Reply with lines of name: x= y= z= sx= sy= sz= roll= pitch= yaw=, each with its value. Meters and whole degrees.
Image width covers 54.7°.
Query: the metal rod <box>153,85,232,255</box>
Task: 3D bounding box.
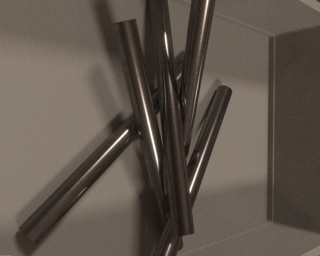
metal rod: x=0.049 y=0.055 z=0.417 sx=0.025 sy=0.025 sz=0.300 roll=47 pitch=52 yaw=-30

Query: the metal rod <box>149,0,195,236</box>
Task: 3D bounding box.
metal rod: x=0.012 y=-0.027 z=0.376 sx=0.025 sy=0.025 sz=0.298 roll=4 pitch=75 yaw=-40

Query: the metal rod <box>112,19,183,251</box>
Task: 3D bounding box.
metal rod: x=-0.009 y=0.026 z=0.373 sx=0.025 sy=0.025 sz=0.298 roll=-29 pitch=117 yaw=-37

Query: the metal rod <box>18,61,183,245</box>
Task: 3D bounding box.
metal rod: x=-0.041 y=0.007 z=0.373 sx=0.301 sy=0.025 sz=0.025 roll=-49 pitch=119 yaw=-29

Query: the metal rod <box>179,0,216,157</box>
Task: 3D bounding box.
metal rod: x=0.041 y=-0.089 z=0.354 sx=0.025 sy=0.025 sz=0.298 roll=-24 pitch=133 yaw=-38
